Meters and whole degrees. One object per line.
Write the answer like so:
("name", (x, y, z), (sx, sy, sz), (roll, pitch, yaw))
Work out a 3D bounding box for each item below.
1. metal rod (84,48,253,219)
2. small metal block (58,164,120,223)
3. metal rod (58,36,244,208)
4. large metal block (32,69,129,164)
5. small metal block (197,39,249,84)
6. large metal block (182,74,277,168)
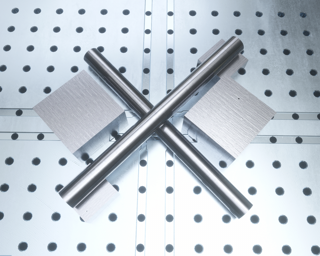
("metal rod", (0.002, -0.002, 0.411), (0.025, 0.025, 0.300), (-41, 75, -13))
("small metal block", (-0.086, 0.080, 0.382), (0.050, 0.025, 0.050), (43, 75, 14))
("metal rod", (-0.001, -0.017, 0.391), (0.301, 0.025, 0.025), (-43, 76, -14))
("large metal block", (-0.100, -0.014, 0.403), (0.080, 0.050, 0.080), (-41, 75, -14))
("small metal block", (0.089, -0.092, 0.446), (0.050, 0.025, 0.050), (-42, 76, -14))
("large metal block", (0.087, -0.009, 0.402), (0.080, 0.050, 0.080), (41, 75, 13))
